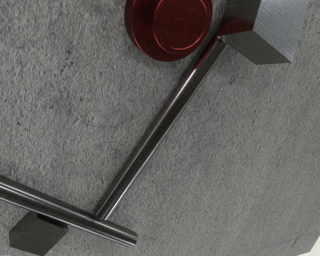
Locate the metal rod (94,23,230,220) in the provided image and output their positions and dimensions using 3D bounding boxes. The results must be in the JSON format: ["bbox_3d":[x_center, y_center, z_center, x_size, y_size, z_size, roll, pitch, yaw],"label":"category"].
[{"bbox_3d":[0.000,0.000,0.408,0.025,0.025,0.299,25,105,-37],"label":"metal rod"}]

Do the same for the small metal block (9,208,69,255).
[{"bbox_3d":[-0.158,0.135,0.405,0.050,0.025,0.050,-45,130,3],"label":"small metal block"}]

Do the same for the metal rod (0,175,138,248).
[{"bbox_3d":[-0.135,0.104,0.398,0.025,0.025,0.301,-47,130,4],"label":"metal rod"}]

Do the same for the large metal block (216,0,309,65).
[{"bbox_3d":[0.121,-0.128,0.362,0.080,0.050,0.080,21,83,-36],"label":"large metal block"}]

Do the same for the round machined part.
[{"bbox_3d":[0.015,-0.118,0.333,0.099,0.042,0.097,-14,125,-21],"label":"round machined part"}]
